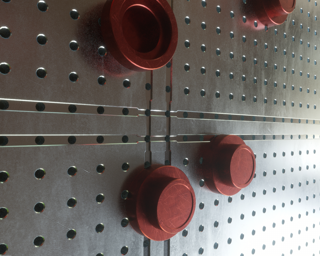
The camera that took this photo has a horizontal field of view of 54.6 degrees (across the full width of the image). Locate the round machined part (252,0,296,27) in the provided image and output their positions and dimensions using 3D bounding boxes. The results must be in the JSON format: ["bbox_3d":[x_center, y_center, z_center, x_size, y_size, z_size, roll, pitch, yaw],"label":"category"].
[{"bbox_3d":[0.218,-0.243,0.578,0.099,0.042,0.097,0,90,-40],"label":"round machined part"}]

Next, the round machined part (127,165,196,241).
[{"bbox_3d":[0.009,0.098,0.405,0.099,0.042,0.097,0,90,-40],"label":"round machined part"}]

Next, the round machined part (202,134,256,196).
[{"bbox_3d":[0.116,0.059,0.494,0.099,0.042,0.097,0,90,-40],"label":"round machined part"}]

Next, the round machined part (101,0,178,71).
[{"bbox_3d":[-0.028,-0.117,0.373,0.099,0.042,0.097,0,90,-40],"label":"round machined part"}]
